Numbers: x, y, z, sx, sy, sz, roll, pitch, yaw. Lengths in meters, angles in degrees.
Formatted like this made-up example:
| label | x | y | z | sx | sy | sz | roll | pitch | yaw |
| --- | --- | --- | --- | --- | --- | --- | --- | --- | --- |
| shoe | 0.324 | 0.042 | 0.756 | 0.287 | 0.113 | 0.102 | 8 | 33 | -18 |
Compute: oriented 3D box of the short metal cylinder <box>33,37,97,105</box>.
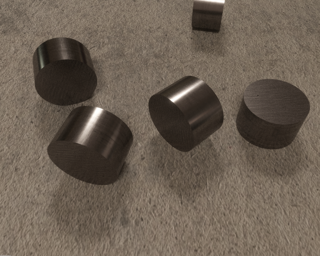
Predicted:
| label | x | y | z | sx | sy | sz | roll | pitch | yaw |
| --- | --- | --- | --- | --- | --- | --- | --- | --- | --- |
| short metal cylinder | -0.132 | -0.078 | 0.431 | 0.081 | 0.080 | 0.050 | -14 | 52 | -12 |

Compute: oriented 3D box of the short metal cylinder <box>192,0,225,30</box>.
| label | x | y | z | sx | sy | sz | roll | pitch | yaw |
| --- | --- | --- | --- | --- | --- | --- | --- | --- | --- |
| short metal cylinder | 0.088 | -0.218 | 0.552 | 0.050 | 0.080 | 0.080 | 9 | 51 | 7 |

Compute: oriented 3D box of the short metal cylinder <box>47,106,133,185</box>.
| label | x | y | z | sx | sy | sz | roll | pitch | yaw |
| --- | --- | --- | --- | --- | --- | --- | --- | --- | --- |
| short metal cylinder | -0.077 | 0.021 | 0.349 | 0.080 | 0.080 | 0.050 | 13 | 51 | 10 |

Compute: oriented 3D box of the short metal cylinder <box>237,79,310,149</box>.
| label | x | y | z | sx | sy | sz | roll | pitch | yaw |
| --- | --- | --- | --- | --- | --- | --- | --- | --- | --- |
| short metal cylinder | 0.145 | -0.019 | 0.405 | 0.081 | 0.050 | 0.080 | 0 | 50 | 0 |

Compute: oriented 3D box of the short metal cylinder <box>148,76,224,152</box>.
| label | x | y | z | sx | sy | sz | roll | pitch | yaw |
| --- | --- | --- | --- | --- | --- | --- | --- | --- | --- |
| short metal cylinder | 0.031 | -0.017 | 0.383 | 0.050 | 0.080 | 0.080 | -34 | 58 | -25 |
